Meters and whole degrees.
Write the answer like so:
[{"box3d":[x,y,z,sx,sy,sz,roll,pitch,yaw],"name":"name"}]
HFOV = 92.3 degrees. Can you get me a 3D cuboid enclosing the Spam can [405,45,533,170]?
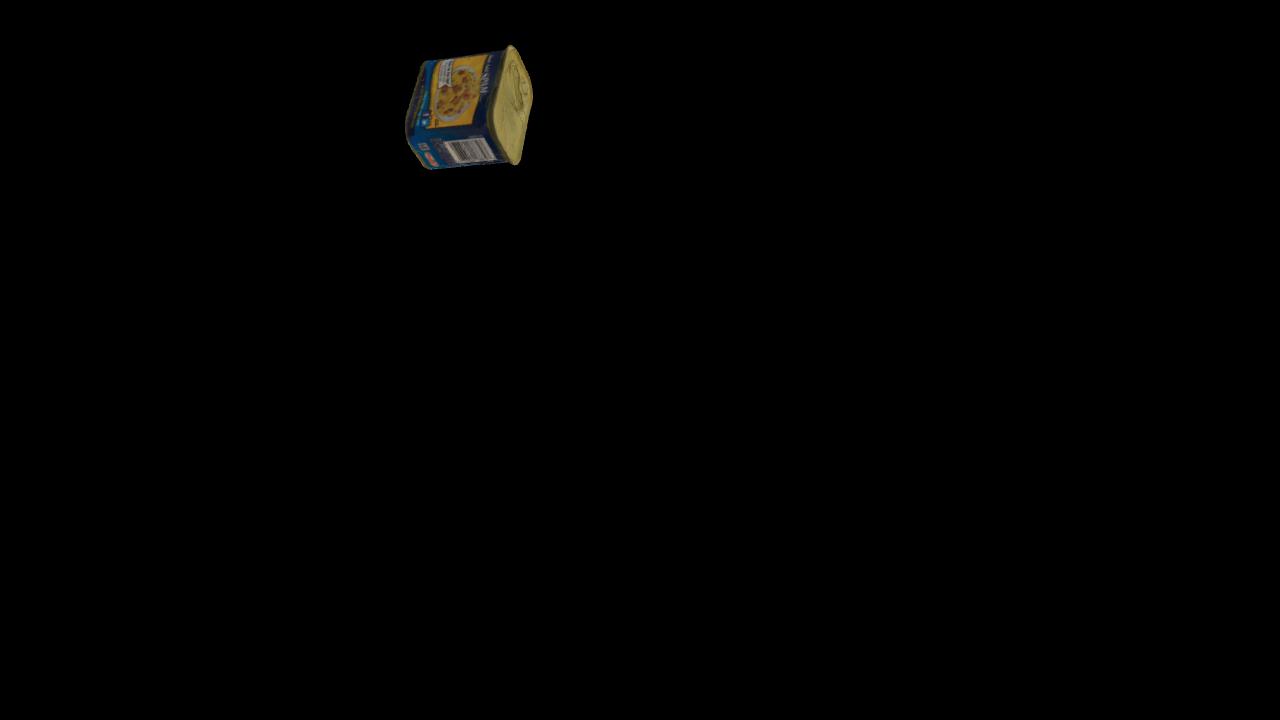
[{"box3d":[-0.148,-0.218,0.536,0.085,0.101,0.058,-1,-25,13],"name":"Spam can"}]
